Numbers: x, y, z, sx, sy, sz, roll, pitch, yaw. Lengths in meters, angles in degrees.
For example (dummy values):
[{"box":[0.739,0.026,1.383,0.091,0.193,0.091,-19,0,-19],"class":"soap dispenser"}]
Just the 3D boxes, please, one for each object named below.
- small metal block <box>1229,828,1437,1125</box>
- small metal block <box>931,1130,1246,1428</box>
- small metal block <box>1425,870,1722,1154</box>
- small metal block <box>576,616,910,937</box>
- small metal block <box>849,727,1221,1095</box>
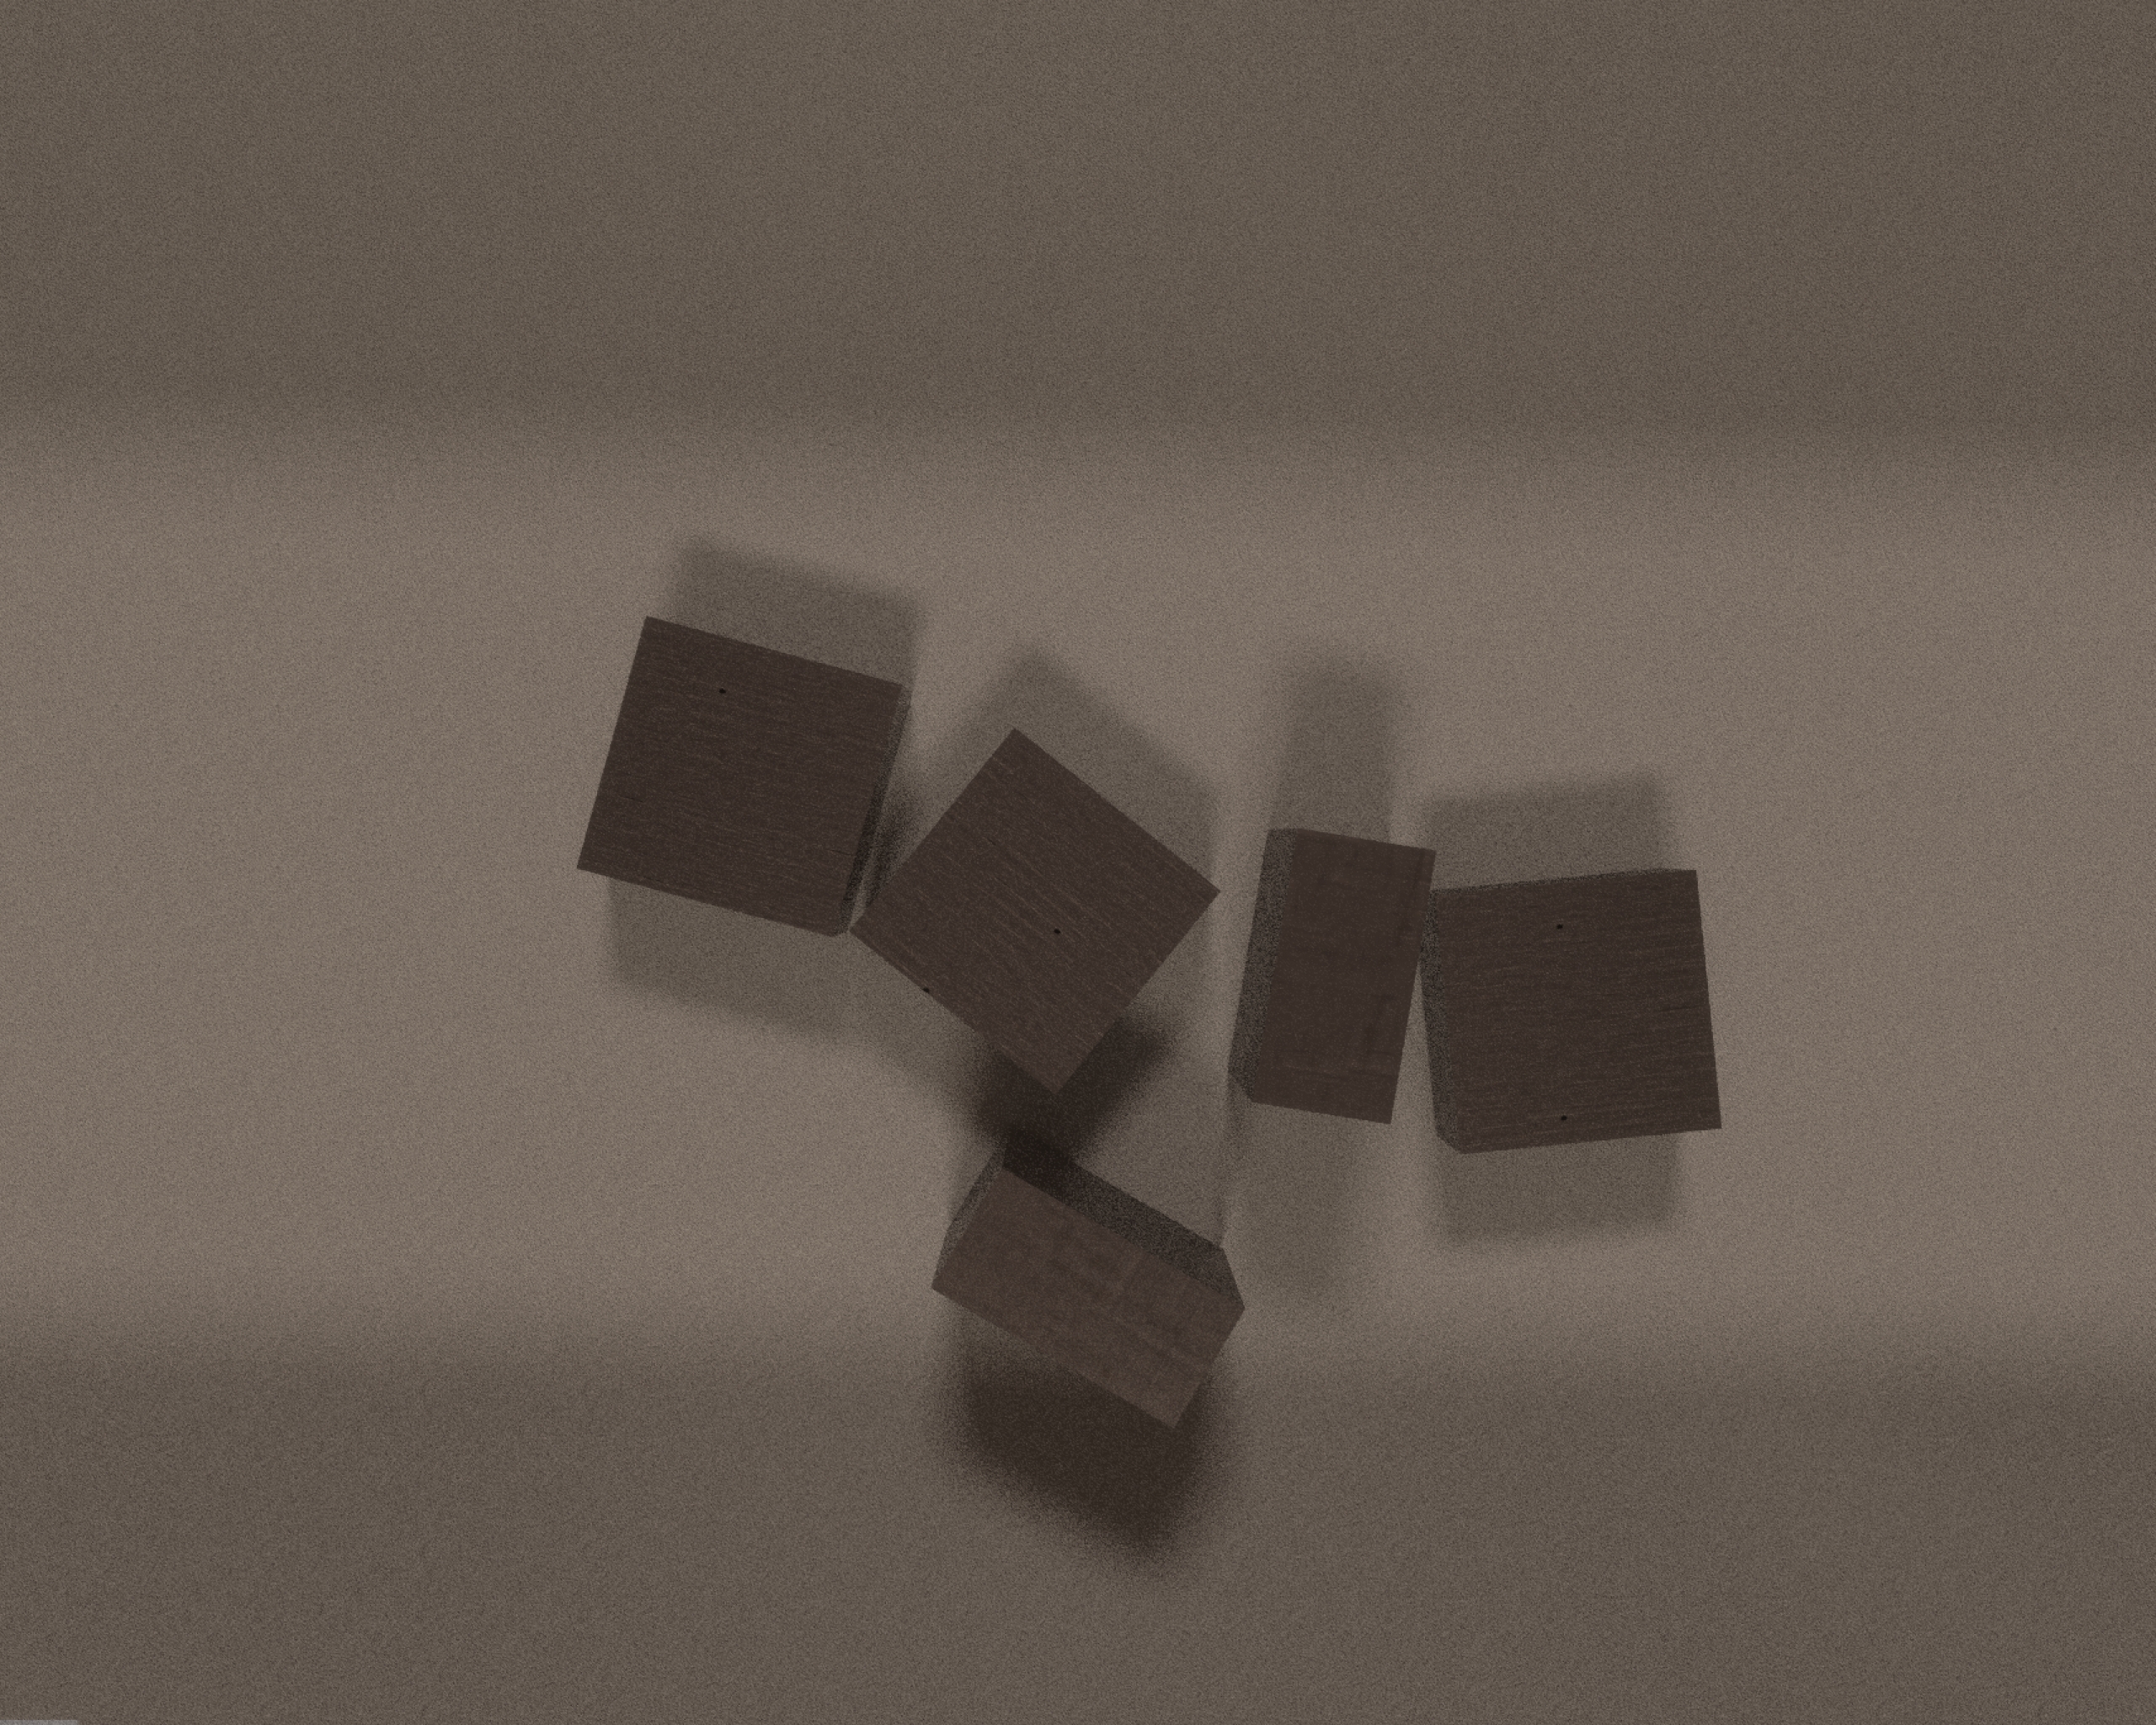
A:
[{"box":[0.047,0.020,0.398,0.025,0.050,0.050,10,90,-1],"class":"small metal block"},{"box":[0.002,0.077,0.397,0.050,0.050,0.025,30,91,-1],"class":"small metal block"},{"box":[0.096,0.028,0.410,0.050,0.025,0.050,-6,90,-1],"class":"small metal block"},{"box":[-0.064,-0.016,0.408,0.050,0.025,0.050,15,90,-1],"class":"small metal block"},{"box":[-0.008,0.009,0.409,0.050,0.025,0.050,39,90,-1],"class":"small metal block"}]
